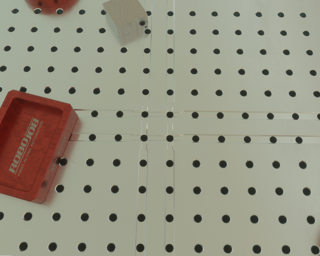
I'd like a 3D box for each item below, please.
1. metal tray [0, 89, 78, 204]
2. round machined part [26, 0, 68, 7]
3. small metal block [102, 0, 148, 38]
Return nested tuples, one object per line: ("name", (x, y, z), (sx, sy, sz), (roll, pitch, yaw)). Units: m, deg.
("metal tray", (-0.173, 0.022, 0.399), (0.090, 0.030, 0.130), (14, 71, 5))
("round machined part", (-0.182, -0.245, 0.491), (0.099, 0.042, 0.098), (0, 70, 0))
("small metal block", (-0.053, -0.174, 0.475), (0.050, 0.025, 0.050), (-27, 72, -10))
